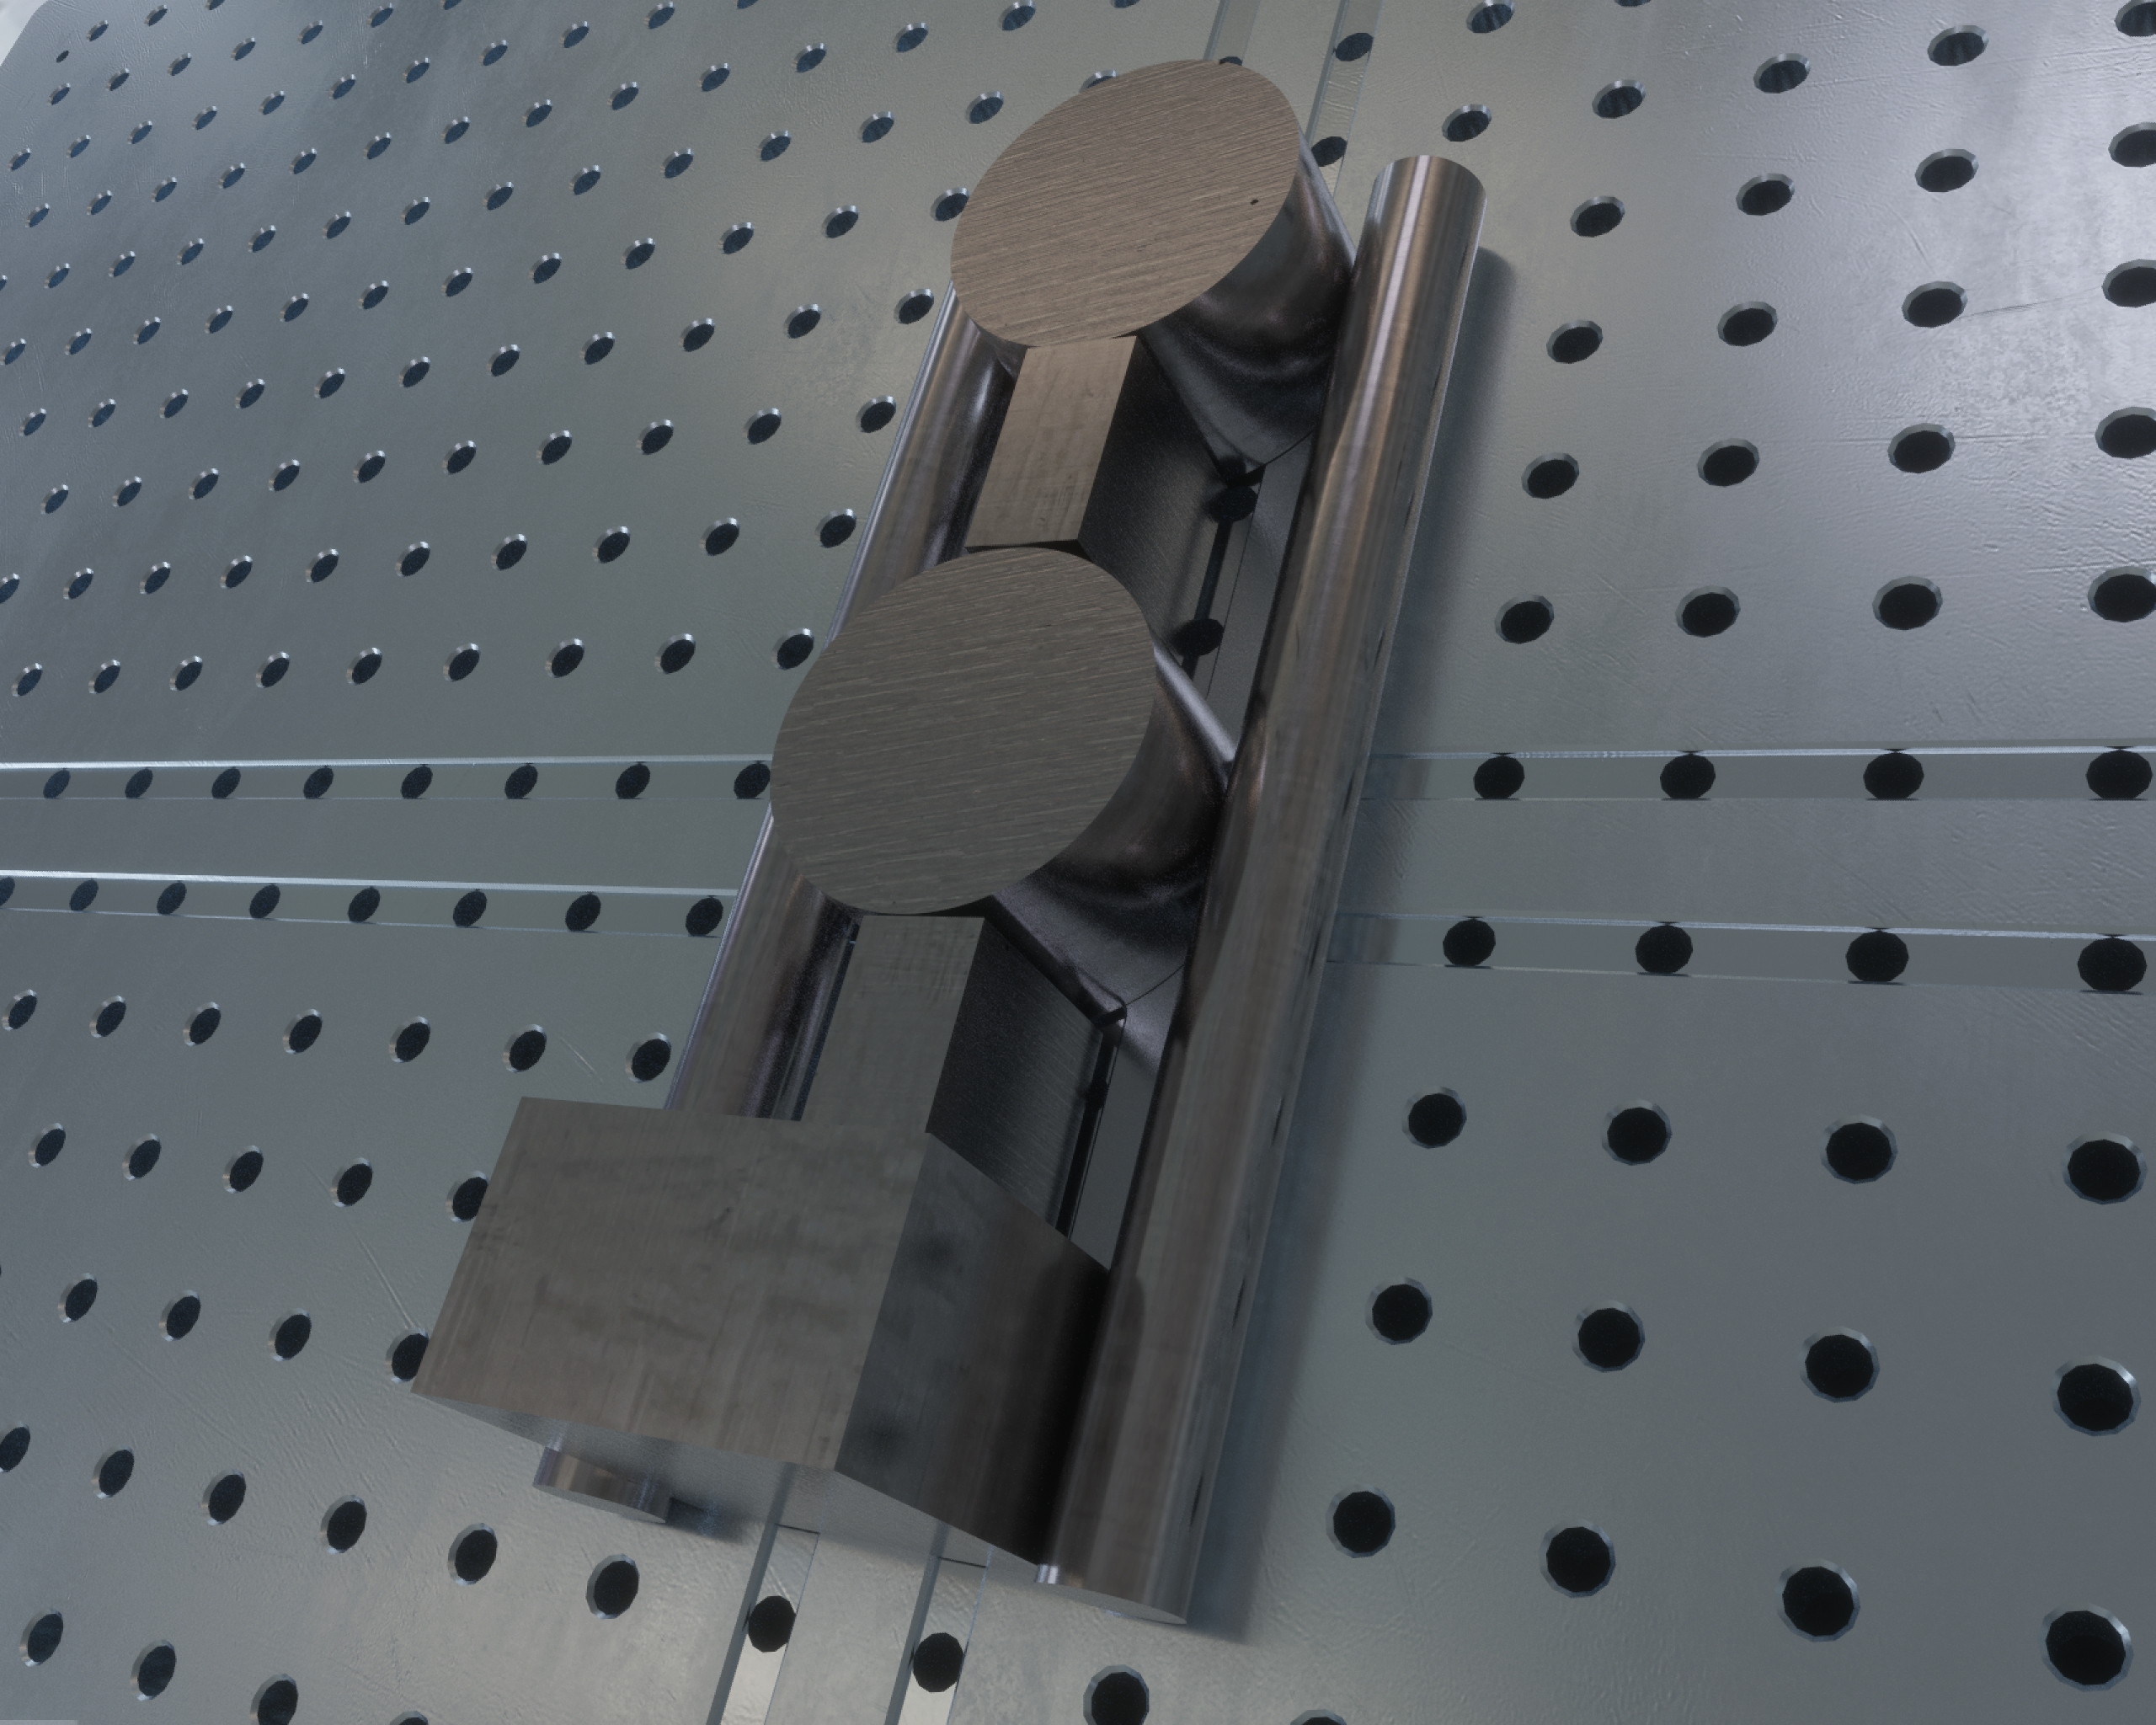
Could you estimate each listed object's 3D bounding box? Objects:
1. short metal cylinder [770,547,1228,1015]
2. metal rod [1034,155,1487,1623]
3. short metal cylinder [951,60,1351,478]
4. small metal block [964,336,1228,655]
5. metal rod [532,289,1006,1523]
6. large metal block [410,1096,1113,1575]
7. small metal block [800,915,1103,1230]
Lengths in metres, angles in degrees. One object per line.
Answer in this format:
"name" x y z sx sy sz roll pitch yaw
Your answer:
"short metal cylinder" -0.012 -0.014 0.407 0.080 0.050 0.080 -13 56 21
"metal rod" 0.041 -0.014 0.394 0.025 0.025 0.300 1 62 29
"short metal cylinder" 0.019 -0.129 0.461 0.080 0.050 0.080 -13 56 21
"small metal block" 0.005 -0.072 0.432 0.025 0.050 0.050 1 62 29
"metal rod" -0.052 -0.014 0.443 0.025 0.025 0.300 1 62 29
"large metal block" -0.046 0.080 0.348 0.080 0.080 0.050 1 62 28
"small metal block" -0.022 0.043 0.377 0.025 0.050 0.050 0 62 28
